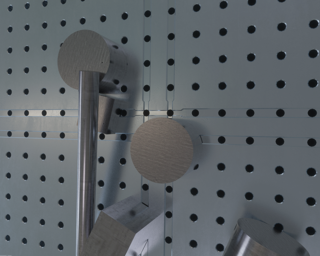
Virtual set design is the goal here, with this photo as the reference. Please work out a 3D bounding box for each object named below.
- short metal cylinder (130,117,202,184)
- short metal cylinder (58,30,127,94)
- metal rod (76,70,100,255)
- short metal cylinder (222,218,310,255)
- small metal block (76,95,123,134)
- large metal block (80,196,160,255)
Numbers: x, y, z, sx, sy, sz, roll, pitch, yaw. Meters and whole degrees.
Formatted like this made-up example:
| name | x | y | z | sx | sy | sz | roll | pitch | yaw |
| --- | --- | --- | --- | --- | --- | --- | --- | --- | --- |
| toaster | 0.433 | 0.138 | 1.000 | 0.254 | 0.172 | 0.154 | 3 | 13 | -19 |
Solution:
| name | x | y | z | sx | sy | sz | roll | pitch | yaw |
| --- | --- | --- | --- | --- | --- | --- | --- | --- | --- |
| short metal cylinder | 0.009 | 0.027 | 0.396 | 0.080 | 0.050 | 0.080 | 0 | 90 | 20 |
| short metal cylinder | -0.093 | -0.090 | 0.432 | 0.080 | 0.050 | 0.080 | 0 | 90 | 19 |
| metal rod | -0.099 | 0.074 | 0.419 | 0.025 | 0.025 | 0.298 | 9 | 104 | 20 |
| short metal cylinder | 0.115 | 0.143 | 0.343 | 0.080 | 0.080 | 0.050 | 23 | 98 | 18 |
| small metal block | -0.086 | -0.022 | 0.443 | 0.050 | 0.025 | 0.050 | 16 | 95 | 19 |
| large metal block | -0.052 | 0.144 | 0.401 | 0.050 | 0.080 | 0.080 | 28 | 99 | 18 |
